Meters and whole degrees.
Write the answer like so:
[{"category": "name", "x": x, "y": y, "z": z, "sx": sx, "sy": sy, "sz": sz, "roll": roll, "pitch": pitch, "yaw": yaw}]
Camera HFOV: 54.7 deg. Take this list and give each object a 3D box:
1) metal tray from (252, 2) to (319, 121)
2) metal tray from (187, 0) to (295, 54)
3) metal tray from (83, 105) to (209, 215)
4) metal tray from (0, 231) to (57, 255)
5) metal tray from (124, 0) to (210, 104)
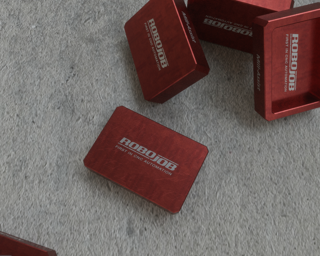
[{"category": "metal tray", "x": 0.166, "y": -0.080, "z": 0.388, "sx": 0.091, "sy": 0.129, "sz": 0.030, "roll": -15, "pitch": 31, "yaw": -6}, {"category": "metal tray", "x": 0.103, "y": -0.152, "z": 0.428, "sx": 0.131, "sy": 0.090, "sz": 0.030, "roll": 18, "pitch": 69, "yaw": 6}, {"category": "metal tray", "x": -0.016, "y": 0.039, "z": 0.391, "sx": 0.130, "sy": 0.030, "sz": 0.090, "roll": 26, "pitch": 72, "yaw": 9}, {"category": "metal tray", "x": -0.195, "y": 0.163, "z": 0.344, "sx": 0.131, "sy": 0.030, "sz": 0.090, "roll": 17, "pitch": 71, "yaw": 6}, {"category": "metal tray", "x": 0.005, "y": -0.109, "z": 0.417, "sx": 0.090, "sy": 0.030, "sz": 0.130, "roll": -30, "pitch": 66, "yaw": 35}]
